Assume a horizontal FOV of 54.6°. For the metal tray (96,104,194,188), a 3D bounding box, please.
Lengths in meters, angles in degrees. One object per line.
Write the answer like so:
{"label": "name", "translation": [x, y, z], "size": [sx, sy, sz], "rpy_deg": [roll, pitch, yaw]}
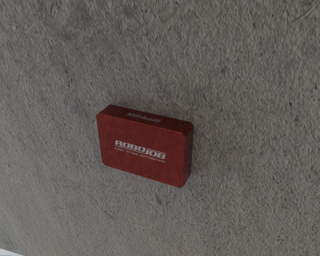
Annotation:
{"label": "metal tray", "translation": [-0.022, 0.024, 0.431], "size": [0.130, 0.030, 0.089], "rpy_deg": [13, 124, 21]}
